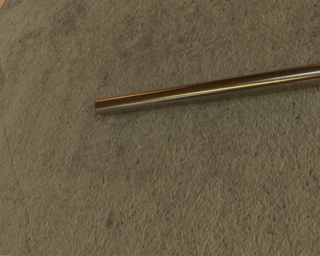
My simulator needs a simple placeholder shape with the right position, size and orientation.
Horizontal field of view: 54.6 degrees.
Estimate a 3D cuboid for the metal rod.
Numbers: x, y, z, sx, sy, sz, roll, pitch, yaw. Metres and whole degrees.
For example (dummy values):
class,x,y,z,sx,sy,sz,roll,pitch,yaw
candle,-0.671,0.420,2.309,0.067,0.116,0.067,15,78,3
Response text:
class,x,y,z,sx,sy,sz,roll,pitch,yaw
metal rod,0.044,-0.046,0.409,0.300,0.025,0.025,-6,59,25
